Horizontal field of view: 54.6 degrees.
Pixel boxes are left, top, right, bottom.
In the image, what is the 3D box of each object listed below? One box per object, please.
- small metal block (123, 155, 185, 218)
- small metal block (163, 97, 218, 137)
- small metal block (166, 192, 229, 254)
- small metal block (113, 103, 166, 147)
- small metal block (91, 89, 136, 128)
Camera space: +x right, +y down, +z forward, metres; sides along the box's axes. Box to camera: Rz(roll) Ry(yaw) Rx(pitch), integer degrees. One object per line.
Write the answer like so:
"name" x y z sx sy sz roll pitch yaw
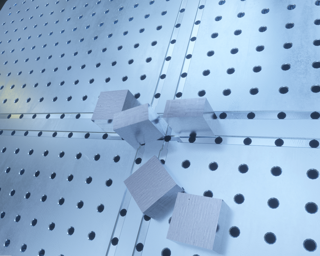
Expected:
"small metal block" -0.008 0.070 0.371 0.050 0.025 0.050 -40 51 0
"small metal block" 0.038 -0.012 0.380 0.050 0.050 0.025 -1 61 28
"small metal block" 0.040 0.099 0.327 0.050 0.025 0.050 3 63 29
"small metal block" -0.027 -0.003 0.409 0.050 0.050 0.025 -16 55 19
"small metal block" -0.069 -0.028 0.463 0.050 0.025 0.050 -1 61 28
